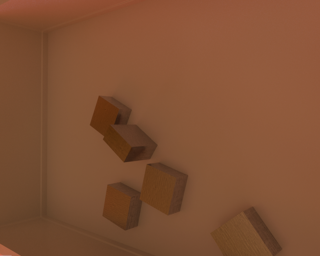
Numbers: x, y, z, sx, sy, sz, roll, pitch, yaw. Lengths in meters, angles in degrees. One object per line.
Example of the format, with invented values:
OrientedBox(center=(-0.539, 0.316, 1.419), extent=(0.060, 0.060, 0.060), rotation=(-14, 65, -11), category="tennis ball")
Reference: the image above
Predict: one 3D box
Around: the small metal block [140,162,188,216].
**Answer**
OrientedBox(center=(0.004, 0.078, 0.403), extent=(0.050, 0.025, 0.050), rotation=(19, 102, 38), category="small metal block")

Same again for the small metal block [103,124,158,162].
OrientedBox(center=(-0.041, 0.020, 0.424), extent=(0.050, 0.050, 0.025), rotation=(42, 116, 32), category="small metal block")

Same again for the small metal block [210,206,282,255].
OrientedBox(center=(0.091, 0.121, 0.332), extent=(0.050, 0.025, 0.050), rotation=(-46, 63, 30), category="small metal block")

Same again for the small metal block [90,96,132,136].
OrientedBox(center=(-0.075, -0.016, 0.469), extent=(0.050, 0.025, 0.050), rotation=(33, 110, 35), category="small metal block")

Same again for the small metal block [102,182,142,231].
OrientedBox(center=(-0.055, 0.113, 0.452), extent=(0.050, 0.025, 0.050), rotation=(17, 101, 38), category="small metal block")
